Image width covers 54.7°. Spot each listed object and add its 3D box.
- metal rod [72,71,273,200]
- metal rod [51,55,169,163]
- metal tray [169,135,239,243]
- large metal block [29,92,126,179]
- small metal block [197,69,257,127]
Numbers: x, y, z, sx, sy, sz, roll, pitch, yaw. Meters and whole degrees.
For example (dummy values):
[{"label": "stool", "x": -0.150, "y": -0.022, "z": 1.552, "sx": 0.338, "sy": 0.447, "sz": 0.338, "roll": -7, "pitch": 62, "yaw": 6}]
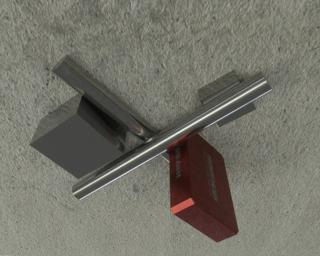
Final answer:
[{"label": "metal rod", "x": -0.002, "y": 0.021, "z": 0.393, "sx": 0.300, "sy": 0.025, "sz": 0.025, "roll": -32, "pitch": 124, "yaw": 23}, {"label": "metal rod", "x": -0.013, "y": 0.012, "z": 0.419, "sx": 0.025, "sy": 0.025, "sz": 0.301, "roll": -35, "pitch": 123, "yaw": 25}, {"label": "metal tray", "x": 0.053, "y": 0.066, "z": 0.396, "sx": 0.030, "sy": 0.130, "sz": 0.090, "roll": -35, "pitch": 122, "yaw": 26}, {"label": "large metal block", "x": -0.101, "y": 0.010, "z": 0.398, "sx": 0.080, "sy": 0.050, "sz": 0.080, "roll": -30, "pitch": 125, "yaw": 22}, {"label": "small metal block", "x": 0.082, "y": -0.035, "z": 0.380, "sx": 0.050, "sy": 0.025, "sz": 0.050, "roll": -28, "pitch": 125, "yaw": 21}]
